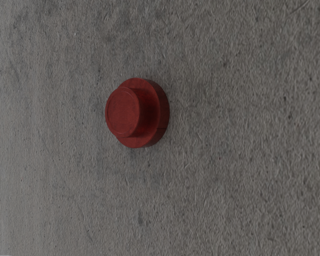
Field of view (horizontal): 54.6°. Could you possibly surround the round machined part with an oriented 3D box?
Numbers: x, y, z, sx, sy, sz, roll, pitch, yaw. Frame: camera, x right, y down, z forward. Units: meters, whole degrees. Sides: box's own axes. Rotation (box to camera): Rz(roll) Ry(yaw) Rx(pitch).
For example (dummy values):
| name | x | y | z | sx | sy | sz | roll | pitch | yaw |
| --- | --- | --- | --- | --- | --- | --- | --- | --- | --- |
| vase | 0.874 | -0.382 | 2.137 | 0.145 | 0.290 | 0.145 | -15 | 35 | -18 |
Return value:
| name | x | y | z | sx | sy | sz | roll | pitch | yaw |
| --- | --- | --- | --- | --- | --- | --- | --- | --- | --- |
| round machined part | -0.038 | -0.021 | 0.426 | 0.098 | 0.042 | 0.097 | 0 | 90 | 40 |
